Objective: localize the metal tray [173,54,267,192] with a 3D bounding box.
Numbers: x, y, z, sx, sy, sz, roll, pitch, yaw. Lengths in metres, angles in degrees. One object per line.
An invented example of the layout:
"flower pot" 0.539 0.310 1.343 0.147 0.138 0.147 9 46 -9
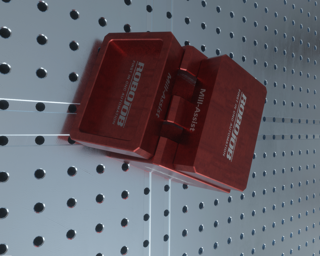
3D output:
"metal tray" 0.072 -0.003 0.347 0.090 0.030 0.130 26 74 -37

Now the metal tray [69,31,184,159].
"metal tray" -0.035 -0.039 0.333 0.030 0.090 0.130 38 65 -58

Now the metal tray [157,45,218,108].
"metal tray" 0.047 -0.055 0.404 0.131 0.090 0.030 26 74 -37

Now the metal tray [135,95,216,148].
"metal tray" 0.031 0.001 0.390 0.131 0.090 0.030 25 73 -38

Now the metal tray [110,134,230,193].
"metal tray" 0.018 0.044 0.380 0.131 0.090 0.030 27 74 -37
